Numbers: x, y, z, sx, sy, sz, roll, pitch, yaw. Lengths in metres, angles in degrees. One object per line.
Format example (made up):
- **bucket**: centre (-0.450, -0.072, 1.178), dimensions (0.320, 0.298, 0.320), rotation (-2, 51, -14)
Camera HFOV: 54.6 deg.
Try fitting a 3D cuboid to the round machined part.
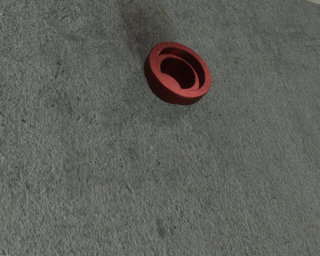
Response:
- **round machined part**: centre (0.022, -0.073, 0.449), dimensions (0.099, 0.042, 0.098), rotation (13, 56, -21)
